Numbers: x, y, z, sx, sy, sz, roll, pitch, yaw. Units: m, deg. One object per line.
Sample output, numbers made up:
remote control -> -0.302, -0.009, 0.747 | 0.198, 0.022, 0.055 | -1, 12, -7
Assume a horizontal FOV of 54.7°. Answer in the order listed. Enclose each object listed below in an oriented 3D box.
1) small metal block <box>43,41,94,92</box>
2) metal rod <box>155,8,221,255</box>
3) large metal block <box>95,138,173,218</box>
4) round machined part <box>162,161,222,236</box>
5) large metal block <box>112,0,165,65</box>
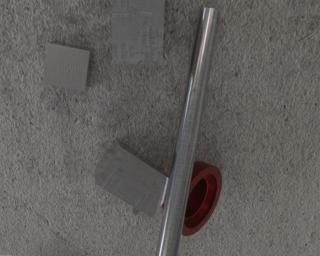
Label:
small metal block -> -0.112, -0.076, 0.381 | 0.050, 0.025, 0.050 | 10, 110, -4
metal rod -> 0.032, 0.011, 0.356 | 0.025, 0.025, 0.298 | 10, 88, -4
large metal block -> -0.035, 0.060, 0.396 | 0.080, 0.080, 0.050 | 35, 88, -12
round machined part -> 0.039, 0.090, 0.415 | 0.042, 0.099, 0.097 | 21, 116, 37
large metal block -> -0.021, -0.115, 0.338 | 0.050, 0.080, 0.079 | 2, 110, -1
